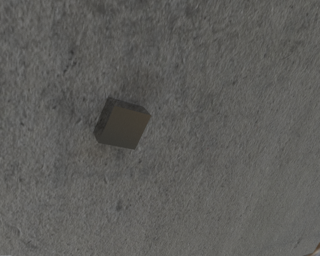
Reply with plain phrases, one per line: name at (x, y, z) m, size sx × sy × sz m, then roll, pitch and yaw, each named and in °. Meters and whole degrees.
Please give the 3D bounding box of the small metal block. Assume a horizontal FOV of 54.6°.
small metal block at (-0.046, -0.005, 0.378) m, size 0.050 × 0.025 × 0.050 m, roll 14°, pitch 111°, yaw -34°
